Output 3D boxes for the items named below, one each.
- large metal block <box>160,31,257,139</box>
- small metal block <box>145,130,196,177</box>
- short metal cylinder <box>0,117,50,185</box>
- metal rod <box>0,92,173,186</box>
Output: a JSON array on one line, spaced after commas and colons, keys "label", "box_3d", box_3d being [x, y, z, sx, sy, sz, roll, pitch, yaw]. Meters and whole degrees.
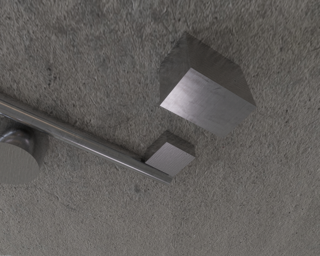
[{"label": "large metal block", "box_3d": [0.047, -0.047, 0.332, 0.080, 0.080, 0.050, 26, 125, -21]}, {"label": "small metal block", "box_3d": [0.014, 0.037, 0.439, 0.050, 0.025, 0.050, 29, 124, -23]}, {"label": "short metal cylinder", "box_3d": [-0.196, 0.031, 0.415, 0.081, 0.050, 0.079, 0, 130, 0]}, {"label": "metal rod", "box_3d": [-0.111, 0.013, 0.416, 0.301, 0.025, 0.025, 27, 125, -22]}]
